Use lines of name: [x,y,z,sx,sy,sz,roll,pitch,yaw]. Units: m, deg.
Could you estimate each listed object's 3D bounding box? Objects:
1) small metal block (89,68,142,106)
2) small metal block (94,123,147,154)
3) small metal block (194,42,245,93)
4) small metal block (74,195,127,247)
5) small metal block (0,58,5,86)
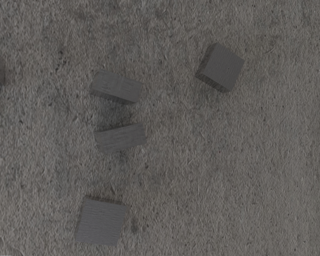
small metal block: [-0.055,-0.048,0.375,0.050,0.050,0.025,16,85,-19]
small metal block: [-0.050,0.011,0.377,0.050,0.050,0.025,-14,95,-20]
small metal block: [0.085,-0.085,0.440,0.050,0.025,0.050,28,81,-18]
small metal block: [-0.074,0.114,0.382,0.050,0.025,0.050,16,85,-20]
small metal block: [-0.194,-0.061,0.324,0.050,0.050,0.025,1,90,-20]
